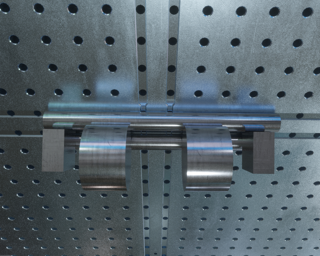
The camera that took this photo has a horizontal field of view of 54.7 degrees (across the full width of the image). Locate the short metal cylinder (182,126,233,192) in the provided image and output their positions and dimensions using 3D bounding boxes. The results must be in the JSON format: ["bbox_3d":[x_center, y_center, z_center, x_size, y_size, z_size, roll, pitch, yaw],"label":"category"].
[{"bbox_3d":[0.055,0.037,0.379,0.050,0.080,0.079,1,130,-1],"label":"short metal cylinder"}]

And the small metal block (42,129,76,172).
[{"bbox_3d":[-0.125,0.027,0.387,0.025,0.050,0.050,1,88,0],"label":"small metal block"}]

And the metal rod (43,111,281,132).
[{"bbox_3d":[0.003,-0.008,0.405,0.302,0.025,0.025,1,130,-1],"label":"metal rod"}]

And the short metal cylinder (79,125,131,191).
[{"bbox_3d":[-0.063,0.036,0.377,0.050,0.080,0.079,1,130,-1],"label":"short metal cylinder"}]

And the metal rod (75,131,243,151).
[{"bbox_3d":[0.000,0.018,0.427,0.302,0.025,0.025,1,130,-1],"label":"metal rod"}]

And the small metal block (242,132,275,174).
[{"bbox_3d":[0.123,0.030,0.392,0.025,0.050,0.050,1,89,0],"label":"small metal block"}]
